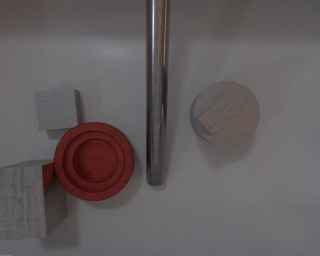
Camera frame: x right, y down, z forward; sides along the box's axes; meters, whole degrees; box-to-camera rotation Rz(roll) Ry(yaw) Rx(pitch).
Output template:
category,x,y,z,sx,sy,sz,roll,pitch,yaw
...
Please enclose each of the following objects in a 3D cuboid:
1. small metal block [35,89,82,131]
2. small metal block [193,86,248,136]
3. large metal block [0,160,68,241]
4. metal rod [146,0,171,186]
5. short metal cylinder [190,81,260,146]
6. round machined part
category,x,y,z,sx,sy,sz,roll,pitch,yaw
small metal block,-0.133,-0.024,0.410,0.050,0.025,0.050,-6,90,-1
small metal block,0.066,-0.018,0.350,0.050,0.050,0.025,-44,90,0
large metal block,-0.153,0.083,0.382,0.050,0.080,0.079,-4,90,0
metal rod,-0.003,-0.064,0.349,0.025,0.025,0.298,1,116,0
short metal cylinder,0.081,-0.018,0.400,0.081,0.050,0.079,0,90,-1
round machined part,-0.082,0.041,0.402,0.099,0.042,0.097,0,90,-1
